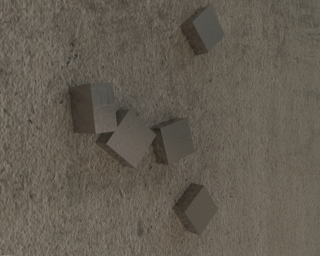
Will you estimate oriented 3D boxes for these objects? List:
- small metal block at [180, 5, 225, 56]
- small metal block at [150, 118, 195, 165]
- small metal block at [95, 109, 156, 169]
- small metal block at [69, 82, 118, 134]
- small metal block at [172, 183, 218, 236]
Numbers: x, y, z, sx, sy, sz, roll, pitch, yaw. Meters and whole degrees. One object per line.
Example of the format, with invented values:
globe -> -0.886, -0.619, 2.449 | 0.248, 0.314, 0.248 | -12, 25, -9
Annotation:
small metal block -> 0.064, -0.144, 0.457 | 0.050, 0.025, 0.050 | -50, 120, -28
small metal block -> 0.016, 0.017, 0.418 | 0.050, 0.025, 0.050 | -22, 104, -38
small metal block -> -0.040, 0.013, 0.371 | 0.050, 0.025, 0.050 | 46, 63, -30
small metal block -> -0.072, -0.020, 0.328 | 0.025, 0.050, 0.050 | -9, 96, -40
small metal block -> 0.052, 0.117, 0.448 | 0.050, 0.025, 0.050 | -46, 118, -30
